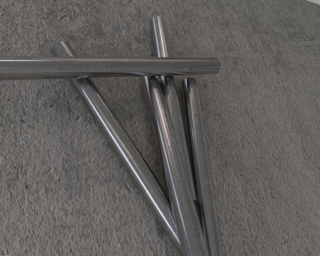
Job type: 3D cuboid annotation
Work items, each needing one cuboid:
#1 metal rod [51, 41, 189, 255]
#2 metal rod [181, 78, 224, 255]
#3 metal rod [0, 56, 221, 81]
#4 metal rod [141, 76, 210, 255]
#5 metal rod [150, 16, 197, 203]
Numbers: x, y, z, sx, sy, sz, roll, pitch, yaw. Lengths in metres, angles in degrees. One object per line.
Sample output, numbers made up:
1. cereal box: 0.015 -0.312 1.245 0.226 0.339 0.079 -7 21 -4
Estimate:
1. metal rod: -0.045 0.019 0.367 0.025 0.025 0.299 -26 76 -37
2. metal rod: 0.053 0.061 0.394 0.025 0.025 0.299 10 57 -23
3. metal rod: -0.044 -0.078 0.393 0.303 0.025 0.025 -8 66 -32
4. metal rod: 0.016 0.051 0.356 0.025 0.025 0.299 4 52 -26
5. metal rod: 0.014 -0.042 0.436 0.025 0.025 0.299 6 59 -25
